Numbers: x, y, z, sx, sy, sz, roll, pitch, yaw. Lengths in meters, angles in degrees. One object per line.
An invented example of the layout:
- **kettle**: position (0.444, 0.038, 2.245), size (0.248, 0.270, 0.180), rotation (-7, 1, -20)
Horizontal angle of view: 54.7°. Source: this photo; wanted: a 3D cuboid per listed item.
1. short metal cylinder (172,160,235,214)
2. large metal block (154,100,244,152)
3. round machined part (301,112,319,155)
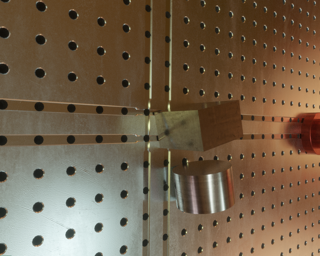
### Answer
- **short metal cylinder**: position (0.060, 0.078, 0.424), size (0.081, 0.080, 0.050), rotation (-12, 98, -39)
- **large metal block**: position (0.052, -0.005, 0.417), size (0.081, 0.080, 0.050), rotation (-15, 100, -39)
- **round machined part**: position (0.365, 0.013, 0.704), size (0.099, 0.042, 0.097), rotation (0, 90, -40)
